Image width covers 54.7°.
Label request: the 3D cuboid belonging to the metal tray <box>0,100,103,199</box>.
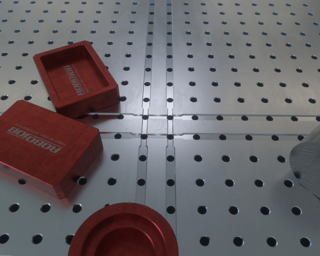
[{"bbox_3d":[-0.150,0.021,0.385,0.130,0.030,0.090,20,53,16],"label":"metal tray"}]

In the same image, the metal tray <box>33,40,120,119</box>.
[{"bbox_3d":[-0.127,-0.075,0.466,0.091,0.030,0.130,-22,54,-18],"label":"metal tray"}]

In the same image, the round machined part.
[{"bbox_3d":[-0.033,0.124,0.292,0.099,0.042,0.098,0,50,0],"label":"round machined part"}]

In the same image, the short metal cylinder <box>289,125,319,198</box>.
[{"bbox_3d":[0.194,0.037,0.343,0.050,0.080,0.080,-33,58,-25],"label":"short metal cylinder"}]
